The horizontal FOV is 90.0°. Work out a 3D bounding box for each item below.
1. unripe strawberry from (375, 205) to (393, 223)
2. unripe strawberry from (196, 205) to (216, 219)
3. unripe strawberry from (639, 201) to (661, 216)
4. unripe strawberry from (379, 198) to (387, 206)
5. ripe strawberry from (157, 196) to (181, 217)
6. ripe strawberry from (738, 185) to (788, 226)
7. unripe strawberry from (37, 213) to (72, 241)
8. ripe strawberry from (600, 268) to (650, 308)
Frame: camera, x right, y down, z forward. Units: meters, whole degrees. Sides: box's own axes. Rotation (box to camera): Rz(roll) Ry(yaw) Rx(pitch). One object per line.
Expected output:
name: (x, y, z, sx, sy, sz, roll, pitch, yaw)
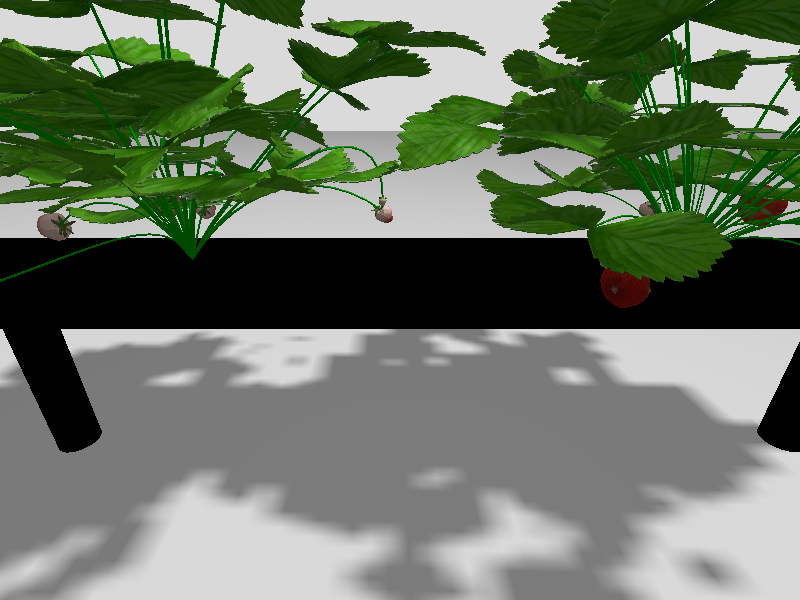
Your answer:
unripe strawberry: (-0.018, -0.103, 0.485, 0.023, 0.020, 0.023, 28, -6, 46)
unripe strawberry: (-0.248, -0.116, 0.510, 0.024, 0.026, 0.027, -8, 12, -18)
unripe strawberry: (0.318, -0.116, 0.511, 0.024, 0.021, 0.024, 9, 1, 18)
unripe strawberry: (-0.023, -0.133, 0.541, 0.010, 0.011, 0.011, 19, 31, 36)
ripe strawberry: (-0.297, -0.125, 0.511, 0.032, 0.037, 0.035, -15, 28, -29)
ripe strawberry: (0.437, -0.114, 0.482, 0.049, 0.047, 0.045, -17, 30, -34)
unripe strawberry: (-0.364, -0.076, 0.420, 0.030, 0.029, 0.028, 2, 24, 21)
ripe strawberry: (0.149, -0.011, 0.267, 0.033, 0.035, 0.031, -22, 32, -38)
